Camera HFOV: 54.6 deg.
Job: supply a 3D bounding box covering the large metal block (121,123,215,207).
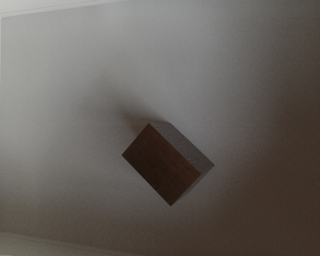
[{"bbox_3d":[0.013,0.039,0.377,0.080,0.080,0.050,44,104,14],"label":"large metal block"}]
